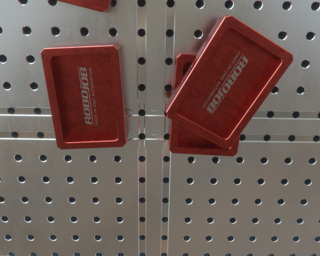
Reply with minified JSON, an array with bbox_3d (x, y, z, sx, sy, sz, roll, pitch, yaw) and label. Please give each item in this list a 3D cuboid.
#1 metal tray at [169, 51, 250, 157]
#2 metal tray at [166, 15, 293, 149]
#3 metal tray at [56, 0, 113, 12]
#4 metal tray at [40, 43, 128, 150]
[{"bbox_3d":[0.061,-0.030,0.400,0.091,0.030,0.129,3,110,-2],"label":"metal tray"},{"bbox_3d":[0.076,-0.051,0.360,0.090,0.030,0.129,28,107,-11],"label":"metal tray"},{"bbox_3d":[-0.088,-0.202,0.335,0.091,0.030,0.129,13,110,-5],"label":"metal tray"},{"bbox_3d":[-0.092,-0.039,0.395,0.091,0.030,0.129,-3,110,0],"label":"metal tray"}]
